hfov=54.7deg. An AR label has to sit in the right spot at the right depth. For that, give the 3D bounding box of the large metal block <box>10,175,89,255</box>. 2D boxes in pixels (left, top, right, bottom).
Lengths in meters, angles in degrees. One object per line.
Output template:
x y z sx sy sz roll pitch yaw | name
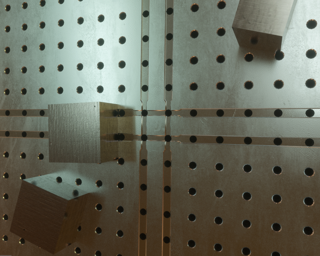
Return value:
-0.162 0.123 0.455 0.080 0.050 0.080 18 96 18 | large metal block

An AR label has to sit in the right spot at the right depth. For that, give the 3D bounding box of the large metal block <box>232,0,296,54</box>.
0.120 -0.134 0.341 0.050 0.080 0.080 18 96 19 | large metal block

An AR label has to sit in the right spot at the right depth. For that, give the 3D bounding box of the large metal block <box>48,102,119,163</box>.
-0.107 0.006 0.436 0.080 0.050 0.079 -1 90 19 | large metal block
